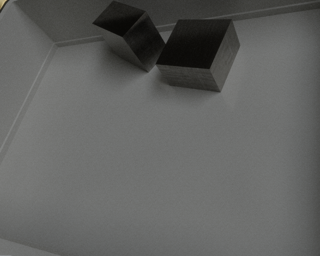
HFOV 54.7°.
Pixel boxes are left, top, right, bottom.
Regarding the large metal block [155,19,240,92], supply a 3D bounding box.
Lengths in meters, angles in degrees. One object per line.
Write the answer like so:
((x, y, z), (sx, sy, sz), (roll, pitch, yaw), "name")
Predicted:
((0.053, -0.100, 0.423), (0.080, 0.050, 0.080), (13, 68, 33), "large metal block")

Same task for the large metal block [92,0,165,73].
((-0.045, -0.142, 0.481), (0.080, 0.080, 0.050), (34, 81, 38), "large metal block")
